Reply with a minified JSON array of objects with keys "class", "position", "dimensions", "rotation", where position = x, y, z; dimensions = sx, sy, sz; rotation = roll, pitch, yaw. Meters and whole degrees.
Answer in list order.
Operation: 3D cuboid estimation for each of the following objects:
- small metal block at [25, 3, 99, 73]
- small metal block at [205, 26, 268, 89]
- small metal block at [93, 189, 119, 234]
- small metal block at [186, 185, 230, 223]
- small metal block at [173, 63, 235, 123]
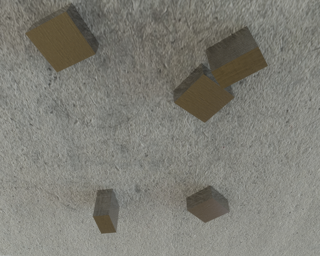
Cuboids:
[{"class":"small metal block","position":[-0.101,-0.094,0.326],"dimensions":[0.050,0.025,0.050],"rotation":[-21,127,16]},{"class":"small metal block","position":[0.079,-0.075,0.328],"dimensions":[0.050,0.050,0.025],"rotation":[-27,125,21]},{"class":"small metal block","position":[-0.086,0.136,0.506],"dimensions":[0.025,0.050,0.050],"rotation":[-6,130,5]},{"class":"small metal block","position":[0.080,0.128,0.517],"dimensions":[0.050,0.025,0.050],"rotation":[-34,123,25]},{"class":"small metal block","position":[0.052,-0.041,0.373],"dimensions":[0.050,0.025,0.050],"rotation":[31,123,-24]}]
